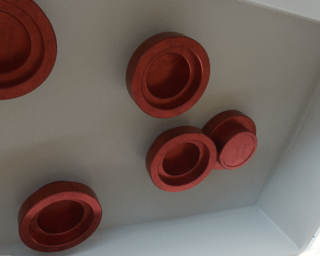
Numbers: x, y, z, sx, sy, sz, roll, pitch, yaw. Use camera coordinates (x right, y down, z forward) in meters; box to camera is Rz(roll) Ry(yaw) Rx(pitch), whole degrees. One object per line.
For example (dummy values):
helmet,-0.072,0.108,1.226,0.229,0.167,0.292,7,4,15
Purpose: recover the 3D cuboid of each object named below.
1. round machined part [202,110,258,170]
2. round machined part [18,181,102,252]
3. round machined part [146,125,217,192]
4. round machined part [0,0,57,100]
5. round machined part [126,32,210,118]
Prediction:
round machined part,0.109,0.025,0.475,0.099,0.042,0.097,-14,125,-21
round machined part,-0.128,0.107,0.395,0.099,0.042,0.097,-14,125,-21
round machined part,0.026,0.038,0.434,0.099,0.042,0.097,-11,123,-17
round machined part,-0.145,-0.077,0.271,0.099,0.042,0.097,-14,125,-21
round machined part,0.006,-0.064,0.363,0.099,0.042,0.097,-14,125,-21
